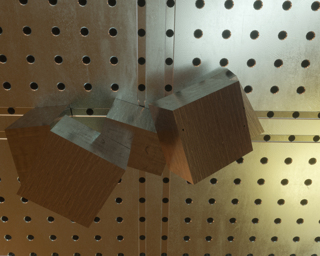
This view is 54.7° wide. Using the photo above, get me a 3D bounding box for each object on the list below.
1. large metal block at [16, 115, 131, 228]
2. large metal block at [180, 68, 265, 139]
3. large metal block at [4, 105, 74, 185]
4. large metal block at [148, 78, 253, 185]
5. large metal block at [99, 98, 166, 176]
[{"bbox_3d":[-0.088,0.045,0.329,0.080,0.050,0.080,30,107,-10],"label":"large metal block"},{"bbox_3d":[0.072,-0.017,0.395,0.080,0.050,0.080,-29,108,9],"label":"large metal block"},{"bbox_3d":[-0.142,0.022,0.390,0.050,0.080,0.079,-6,110,2],"label":"large metal block"},{"bbox_3d":[0.044,0.000,0.328,0.081,0.050,0.080,-25,111,-22],"label":"large metal block"},{"bbox_3d":[-0.029,0.009,0.386,0.080,0.080,0.050,18,109,-7],"label":"large metal block"}]
